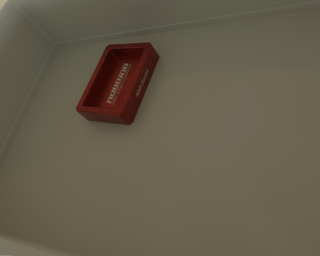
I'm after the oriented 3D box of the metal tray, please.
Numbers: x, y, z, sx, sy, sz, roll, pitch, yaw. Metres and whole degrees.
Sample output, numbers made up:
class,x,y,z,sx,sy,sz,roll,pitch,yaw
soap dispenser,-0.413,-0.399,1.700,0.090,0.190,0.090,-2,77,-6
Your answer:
class,x,y,z,sx,sy,sz,roll,pitch,yaw
metal tray,-0.064,-0.071,0.481,0.090,0.030,0.130,6,65,31
